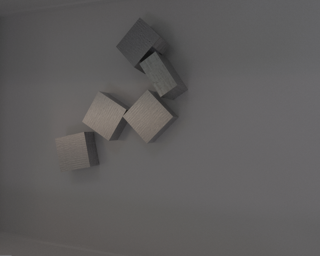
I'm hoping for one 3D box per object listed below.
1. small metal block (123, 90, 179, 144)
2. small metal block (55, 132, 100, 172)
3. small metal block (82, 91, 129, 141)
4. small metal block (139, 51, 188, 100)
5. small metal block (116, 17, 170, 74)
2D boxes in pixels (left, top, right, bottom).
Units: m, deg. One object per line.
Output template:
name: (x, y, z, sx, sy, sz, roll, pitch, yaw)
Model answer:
small metal block: (-0.012, -0.015, 0.415, 0.050, 0.025, 0.050, -46, 76, 14)
small metal block: (-0.121, 0.035, 0.453, 0.050, 0.025, 0.050, -12, 86, 19)
small metal block: (-0.073, -0.017, 0.436, 0.050, 0.025, 0.050, 34, 101, 17)
small metal block: (0.006, -0.065, 0.395, 0.025, 0.050, 0.050, -35, 79, 17)
small metal block: (-0.023, -0.109, 0.411, 0.050, 0.025, 0.050, -47, 58, 14)
